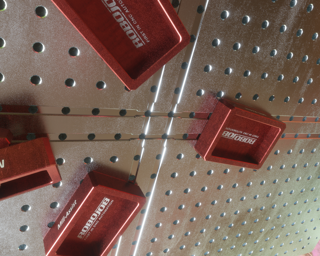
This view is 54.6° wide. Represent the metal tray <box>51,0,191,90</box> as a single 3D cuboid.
[{"bbox_3d":[-0.036,-0.113,0.317,0.090,0.030,0.130,-41,129,0],"label":"metal tray"}]

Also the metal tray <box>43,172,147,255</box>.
[{"bbox_3d":[-0.091,0.131,0.438,0.090,0.030,0.130,27,104,-37],"label":"metal tray"}]

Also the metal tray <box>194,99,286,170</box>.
[{"bbox_3d":[0.127,0.014,0.484,0.131,0.030,0.090,13,112,-34],"label":"metal tray"}]

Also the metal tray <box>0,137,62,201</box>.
[{"bbox_3d":[-0.172,0.053,0.313,0.131,0.030,0.090,-17,165,-19],"label":"metal tray"}]

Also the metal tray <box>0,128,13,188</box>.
[{"bbox_3d":[-0.208,0.057,0.304,0.091,0.030,0.129,14,100,-23],"label":"metal tray"}]
